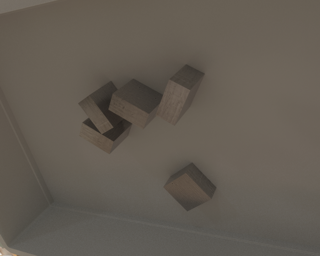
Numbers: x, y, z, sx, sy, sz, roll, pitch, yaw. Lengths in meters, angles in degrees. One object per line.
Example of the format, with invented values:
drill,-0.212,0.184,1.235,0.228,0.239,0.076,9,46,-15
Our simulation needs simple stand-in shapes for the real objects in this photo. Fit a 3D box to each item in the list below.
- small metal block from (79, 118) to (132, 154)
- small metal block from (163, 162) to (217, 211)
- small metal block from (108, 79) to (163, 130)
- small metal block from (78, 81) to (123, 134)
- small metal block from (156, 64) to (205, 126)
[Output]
small metal block,-0.075,0.002,0.434,0.050,0.050,0.025,30,128,8
small metal block,0.042,0.084,0.439,0.050,0.025,0.050,46,129,-5
small metal block,-0.027,-0.031,0.388,0.050,0.050,0.025,30,128,9
small metal block,-0.071,-0.028,0.413,0.025,0.050,0.050,-27,104,37
small metal block,0.024,-0.039,0.356,0.025,0.050,0.050,29,128,10
